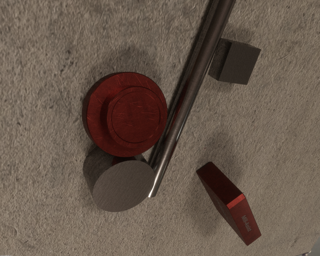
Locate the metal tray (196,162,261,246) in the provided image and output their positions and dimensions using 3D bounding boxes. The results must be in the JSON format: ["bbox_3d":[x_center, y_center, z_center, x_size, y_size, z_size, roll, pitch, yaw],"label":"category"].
[{"bbox_3d":[0.113,0.124,0.505,0.030,0.090,0.130,-35,129,-5],"label":"metal tray"}]

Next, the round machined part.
[{"bbox_3d":[-0.034,-0.014,0.350,0.099,0.042,0.097,-5,101,-27],"label":"round machined part"}]

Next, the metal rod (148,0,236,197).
[{"bbox_3d":[0.032,-0.036,0.403,0.025,0.025,0.298,7,115,-32],"label":"metal rod"}]

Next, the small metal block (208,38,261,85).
[{"bbox_3d":[0.098,-0.087,0.409,0.050,0.025,0.050,2,117,-30],"label":"small metal block"}]

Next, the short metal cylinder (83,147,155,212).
[{"bbox_3d":[-0.054,0.061,0.400,0.081,0.050,0.079,-14,125,-21],"label":"short metal cylinder"}]
